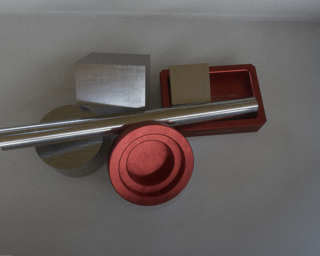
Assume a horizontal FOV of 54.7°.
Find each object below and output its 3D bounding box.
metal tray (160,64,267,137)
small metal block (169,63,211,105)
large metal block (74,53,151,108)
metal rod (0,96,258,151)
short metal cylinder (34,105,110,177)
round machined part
[{"bbox_3d":[0.068,-0.037,0.419,0.131,0.030,0.090,-4,70,-2],"label":"metal tray"},{"bbox_3d":[0.038,-0.057,0.407,0.050,0.025,0.050,-5,96,-2],"label":"small metal block"},{"bbox_3d":[-0.055,-0.063,0.393,0.081,0.080,0.050,2,112,1],"label":"large metal block"},{"bbox_3d":[-0.023,-0.009,0.367,0.302,0.025,0.025,-8,70,-15],"label":"metal rod"},{"bbox_3d":[-0.107,0.017,0.386,0.081,0.050,0.080,0,70,0],"label":"short metal cylinder"},{"bbox_3d":[-0.013,0.039,0.368,0.099,0.042,0.097,-4,104,-14],"label":"round machined part"}]
